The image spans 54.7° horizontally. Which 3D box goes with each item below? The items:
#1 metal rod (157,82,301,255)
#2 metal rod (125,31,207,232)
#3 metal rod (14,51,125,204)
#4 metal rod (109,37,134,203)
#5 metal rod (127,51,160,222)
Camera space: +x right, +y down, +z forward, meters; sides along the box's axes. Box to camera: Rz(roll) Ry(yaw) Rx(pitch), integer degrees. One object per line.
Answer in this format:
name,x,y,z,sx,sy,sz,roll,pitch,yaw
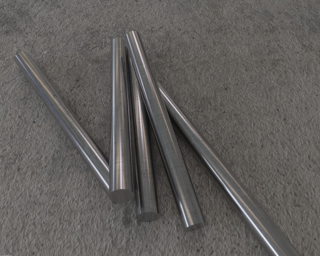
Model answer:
metal rod,0.064,0.043,0.366,0.025,0.025,0.300,-23,54,-18
metal rod,-0.003,-0.019,0.397,0.025,0.025,0.299,-12,57,-10
metal rod,-0.130,-0.018,0.417,0.025,0.025,0.300,-29,56,-22
metal rod,-0.054,-0.037,0.415,0.025,0.025,0.300,-5,45,-4
metal rod,-0.028,-0.021,0.420,0.025,0.025,0.300,-4,50,-4
